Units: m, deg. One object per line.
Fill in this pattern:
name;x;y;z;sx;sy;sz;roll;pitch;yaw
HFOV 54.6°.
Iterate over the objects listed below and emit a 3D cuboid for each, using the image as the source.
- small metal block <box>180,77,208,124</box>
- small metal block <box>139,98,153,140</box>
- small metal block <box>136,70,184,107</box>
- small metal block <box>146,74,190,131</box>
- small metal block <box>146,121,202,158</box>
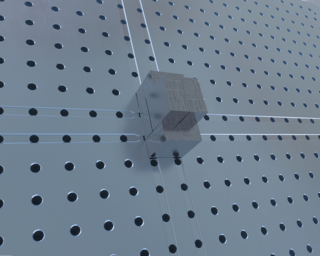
small metal block;0.031;-0.029;0.394;0.025;0.050;0.050;1;61;-26
small metal block;0.003;-0.012;0.416;0.050;0.025;0.050;1;61;-26
small metal block;0.002;-0.051;0.422;0.050;0.050;0.025;2;61;-27
small metal block;0.008;-0.030;0.381;0.025;0.050;0.050;2;61;-28
small metal block;0.016;0.015;0.390;0.050;0.050;0.025;1;61;-27
